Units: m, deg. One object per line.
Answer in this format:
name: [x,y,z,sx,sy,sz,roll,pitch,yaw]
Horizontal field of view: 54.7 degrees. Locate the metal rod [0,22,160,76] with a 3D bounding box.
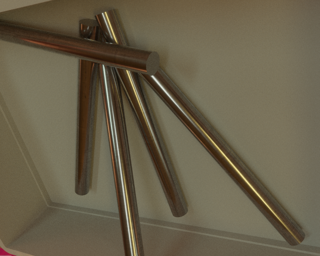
metal rod: [-0.134,-0.107,0.384,0.300,0.025,0.025,18,126,27]

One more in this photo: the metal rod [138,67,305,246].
metal rod: [0.078,0.032,0.386,0.300,0.025,0.025,48,129,-6]

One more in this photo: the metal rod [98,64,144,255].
metal rod: [-0.046,0.067,0.398,0.025,0.025,0.298,-7,92,31]

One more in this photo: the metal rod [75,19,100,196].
metal rod: [-0.111,-0.009,0.459,0.025,0.025,0.298,23,127,14]

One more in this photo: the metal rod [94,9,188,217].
metal rod: [-0.017,-0.004,0.413,0.025,0.025,0.298,-6,116,30]
